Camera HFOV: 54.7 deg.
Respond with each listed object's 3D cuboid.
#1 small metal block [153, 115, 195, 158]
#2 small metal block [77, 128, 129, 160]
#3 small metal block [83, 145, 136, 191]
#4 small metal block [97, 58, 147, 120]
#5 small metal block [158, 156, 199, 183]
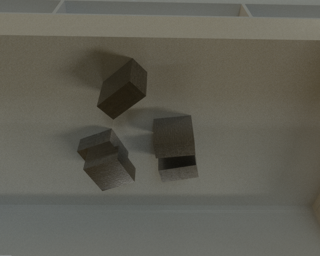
[{"bbox_3d":[0.018,0.011,0.402,0.050,0.050,0.025,-5,130,4],"label":"small metal block"},{"bbox_3d":[-0.079,0.034,0.437,0.050,0.025,0.050,-18,128,14],"label":"small metal block"},{"bbox_3d":[-0.068,0.056,0.423,0.050,0.025,0.050,-18,128,14],"label":"small metal block"},{"bbox_3d":[-0.042,-0.045,0.354,0.050,0.050,0.025,-33,123,24],"label":"small metal block"},{"bbox_3d":[0.025,0.045,0.432,0.050,0.050,0.025,-9,130,7],"label":"small metal block"}]
